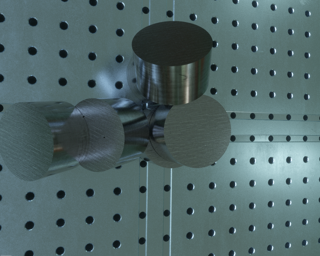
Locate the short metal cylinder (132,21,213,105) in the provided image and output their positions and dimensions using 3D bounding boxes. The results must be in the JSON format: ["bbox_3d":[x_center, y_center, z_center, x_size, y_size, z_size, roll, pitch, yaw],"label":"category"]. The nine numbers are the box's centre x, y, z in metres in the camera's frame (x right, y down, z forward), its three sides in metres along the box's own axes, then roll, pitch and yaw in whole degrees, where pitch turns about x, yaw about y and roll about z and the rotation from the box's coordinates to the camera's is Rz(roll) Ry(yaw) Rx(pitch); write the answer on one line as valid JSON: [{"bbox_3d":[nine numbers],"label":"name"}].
[{"bbox_3d":[0.013,-0.070,0.327,0.081,0.080,0.050,-25,142,-18],"label":"short metal cylinder"}]

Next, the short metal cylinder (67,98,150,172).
[{"bbox_3d":[-0.059,0.006,0.354,0.050,0.080,0.079,-11,95,-61],"label":"short metal cylinder"}]

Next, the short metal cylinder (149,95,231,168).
[{"bbox_3d":[0.033,0.003,0.356,0.081,0.050,0.079,0,90,-20],"label":"short metal cylinder"}]

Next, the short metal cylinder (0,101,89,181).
[{"bbox_3d":[-0.124,0.011,0.331,0.050,0.080,0.079,-12,96,-62],"label":"short metal cylinder"}]

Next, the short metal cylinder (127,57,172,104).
[{"bbox_3d":[0.002,-0.071,0.399,0.081,0.050,0.079,0,90,-20],"label":"short metal cylinder"}]

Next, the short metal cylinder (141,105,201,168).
[{"bbox_3d":[0.007,0.009,0.401,0.081,0.050,0.079,0,90,-20],"label":"short metal cylinder"}]
